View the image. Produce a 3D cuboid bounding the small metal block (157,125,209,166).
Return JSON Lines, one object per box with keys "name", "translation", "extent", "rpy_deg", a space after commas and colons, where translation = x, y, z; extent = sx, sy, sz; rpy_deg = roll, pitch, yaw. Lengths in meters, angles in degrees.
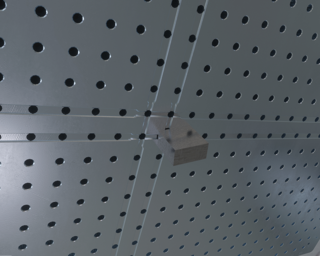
{"name": "small metal block", "translation": [0.030, 0.023, 0.425], "extent": [0.050, 0.050, 0.025], "rpy_deg": [-10, 123, -23]}
